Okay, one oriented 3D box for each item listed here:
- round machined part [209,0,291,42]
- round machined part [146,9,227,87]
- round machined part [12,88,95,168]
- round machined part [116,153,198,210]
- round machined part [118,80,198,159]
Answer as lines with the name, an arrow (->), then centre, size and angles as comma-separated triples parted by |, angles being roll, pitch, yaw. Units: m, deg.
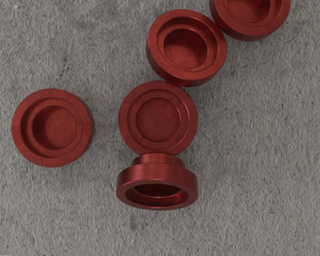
round machined part -> 0.111, -0.157, 0.397 | 0.099, 0.042, 0.097 | 1, 84, -7
round machined part -> 0.030, -0.096, 0.391 | 0.099, 0.042, 0.098 | 3, 73, -11
round machined part -> -0.133, 0.000, 0.400 | 0.099, 0.042, 0.097 | 0, 90, 0
round machined part -> -0.003, 0.065, 0.383 | 0.099, 0.098, 0.042 | 2, 56, 0
round machined part -> -0.002, -0.010, 0.401 | 0.099, 0.042, 0.097 | 0, 90, 0
